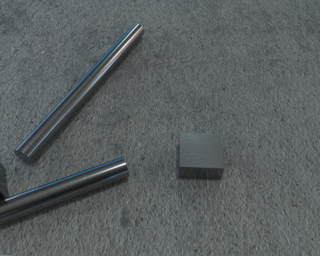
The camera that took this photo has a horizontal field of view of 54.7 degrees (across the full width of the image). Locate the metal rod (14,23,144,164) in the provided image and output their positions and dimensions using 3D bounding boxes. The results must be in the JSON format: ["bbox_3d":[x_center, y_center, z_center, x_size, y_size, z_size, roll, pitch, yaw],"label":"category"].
[{"bbox_3d":[-0.102,-0.070,0.460,0.025,0.025,0.301,20,52,15],"label":"metal rod"}]

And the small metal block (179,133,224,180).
[{"bbox_3d":[0.048,0.034,0.376,0.050,0.025,0.050,2,50,1],"label":"small metal block"}]

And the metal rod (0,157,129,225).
[{"bbox_3d":[-0.178,0.093,0.322,0.302,0.025,0.025,-19,53,-16],"label":"metal rod"}]

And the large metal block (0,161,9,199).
[{"bbox_3d":[-0.214,0.054,0.319,0.081,0.080,0.050,-18,53,-15],"label":"large metal block"}]
